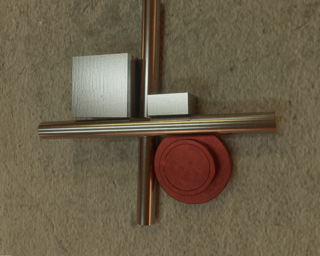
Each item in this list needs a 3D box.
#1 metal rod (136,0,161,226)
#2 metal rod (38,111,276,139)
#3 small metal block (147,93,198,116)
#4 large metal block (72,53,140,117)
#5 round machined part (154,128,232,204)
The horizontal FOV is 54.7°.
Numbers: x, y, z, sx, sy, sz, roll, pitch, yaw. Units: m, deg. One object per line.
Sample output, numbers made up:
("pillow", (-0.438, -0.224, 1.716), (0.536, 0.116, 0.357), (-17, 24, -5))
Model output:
("metal rod", (-0.015, -0.022, 0.414), (0.025, 0.025, 0.298), (2, 91, 19))
("metal rod", (-0.015, -0.001, 0.388), (0.301, 0.025, 0.025), (-2, 90, 15))
("small metal block", (0.017, -0.028, 0.390), (0.050, 0.050, 0.025), (-1, 90, 19))
("large metal block", (-0.070, -0.054, 0.420), (0.080, 0.050, 0.079), (1, 90, 19))
("round machined part", (0.038, 0.047, 0.386), (0.098, 0.042, 0.097), (0, 90, 19))
